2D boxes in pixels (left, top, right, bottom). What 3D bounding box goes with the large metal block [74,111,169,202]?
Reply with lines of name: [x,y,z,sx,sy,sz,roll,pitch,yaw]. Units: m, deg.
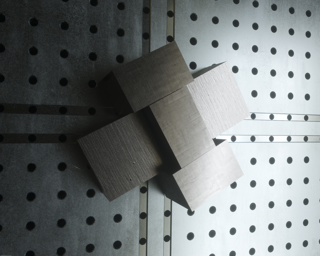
large metal block: [-0.049,0.031,0.382,0.080,0.050,0.080,-28,99,-18]

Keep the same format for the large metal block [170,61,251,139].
large metal block: [0.063,-0.034,0.421,0.080,0.050,0.080,-30,102,-17]

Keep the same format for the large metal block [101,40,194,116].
large metal block: [-0.019,-0.057,0.376,0.080,0.080,0.050,-30,100,-17]

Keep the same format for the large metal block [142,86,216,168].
large metal block: [0.013,-0.001,0.388,0.050,0.080,0.080,-30,100,-17]

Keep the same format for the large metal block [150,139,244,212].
large metal block: [0.044,0.055,0.399,0.080,0.080,0.050,-30,100,-18]
